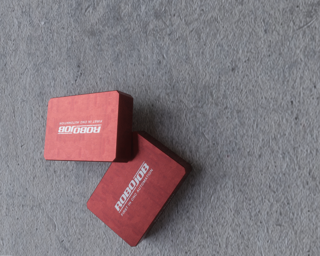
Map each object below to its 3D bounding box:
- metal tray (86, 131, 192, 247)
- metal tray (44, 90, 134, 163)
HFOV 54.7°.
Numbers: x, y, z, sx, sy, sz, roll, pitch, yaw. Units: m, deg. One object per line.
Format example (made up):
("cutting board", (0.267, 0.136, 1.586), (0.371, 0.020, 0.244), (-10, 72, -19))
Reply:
("metal tray", (-0.030, 0.079, 0.417), (0.090, 0.030, 0.129), (36, 101, 16))
("metal tray", (-0.100, 0.001, 0.422), (0.130, 0.030, 0.090), (-2, 81, 30))
